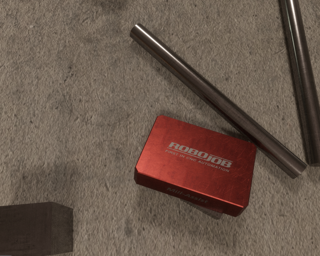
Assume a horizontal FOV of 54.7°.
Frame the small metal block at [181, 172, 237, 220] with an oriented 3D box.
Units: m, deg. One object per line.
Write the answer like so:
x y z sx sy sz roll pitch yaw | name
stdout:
0.060 0.077 0.381 0.050 0.025 0.050 28 72 9 | small metal block

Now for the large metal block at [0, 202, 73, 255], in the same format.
-0.145 0.113 0.336 0.081 0.080 0.050 -5 70 -2 | large metal block

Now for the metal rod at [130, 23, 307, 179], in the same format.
0.070 -0.045 0.425 0.025 0.025 0.300 -43 76 -14 | metal rod

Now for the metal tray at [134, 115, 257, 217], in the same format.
0.044 0.043 0.376 0.131 0.030 0.090 18 53 6 | metal tray

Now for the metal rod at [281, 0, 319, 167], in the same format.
0.203 -0.094 0.444 0.025 0.025 0.299 0 70 -1 | metal rod
